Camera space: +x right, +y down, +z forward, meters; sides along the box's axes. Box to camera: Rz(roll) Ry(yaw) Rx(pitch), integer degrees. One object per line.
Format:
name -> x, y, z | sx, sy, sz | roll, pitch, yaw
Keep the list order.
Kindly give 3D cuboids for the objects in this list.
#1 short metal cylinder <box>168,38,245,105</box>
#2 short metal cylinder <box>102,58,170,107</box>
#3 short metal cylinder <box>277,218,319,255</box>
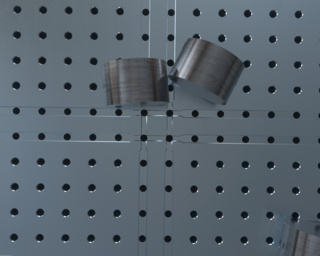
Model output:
short metal cylinder -> 0.057, -0.069, 0.386 | 0.080, 0.080, 0.050 | 27, 90, 0
short metal cylinder -> -0.030, -0.054, 0.385 | 0.081, 0.080, 0.050 | -4, 90, 0
short metal cylinder -> 0.193, 0.151, 0.387 | 0.080, 0.080, 0.050 | 11, 90, 0
